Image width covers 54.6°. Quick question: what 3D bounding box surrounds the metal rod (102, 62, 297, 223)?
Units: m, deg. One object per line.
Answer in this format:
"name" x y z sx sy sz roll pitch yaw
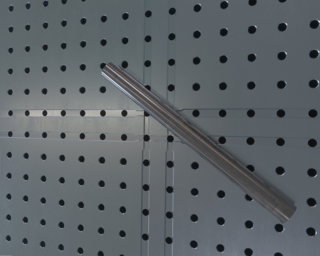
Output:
"metal rod" 0.038 0.009 0.399 0.300 0.025 0.025 39 103 15
